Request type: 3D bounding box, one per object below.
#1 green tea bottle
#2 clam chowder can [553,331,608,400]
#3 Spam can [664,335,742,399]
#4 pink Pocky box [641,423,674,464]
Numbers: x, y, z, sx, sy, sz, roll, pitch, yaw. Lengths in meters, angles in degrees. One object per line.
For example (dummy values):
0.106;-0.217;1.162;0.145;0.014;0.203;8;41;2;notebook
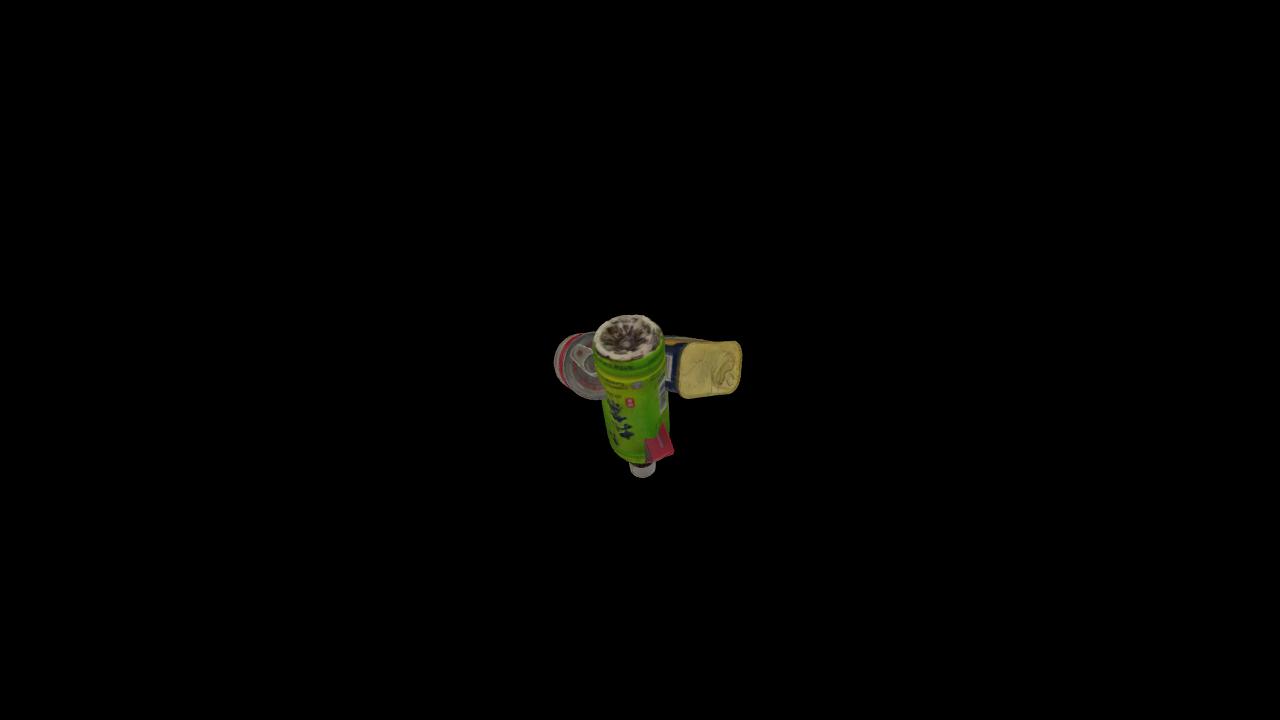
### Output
-0.003;0.052;0.648;0.073;0.212;0.073;-4;43;4;green tea bottle
-0.053;0.004;0.646;0.068;0.068;0.102;0;1;-14;clam chowder can
0.045;0.004;0.658;0.101;0.058;0.085;-2;10;-45;Spam can
-0.010;0.038;0.682;0.029;0.155;0.084;-19;-7;-16;pink Pocky box
